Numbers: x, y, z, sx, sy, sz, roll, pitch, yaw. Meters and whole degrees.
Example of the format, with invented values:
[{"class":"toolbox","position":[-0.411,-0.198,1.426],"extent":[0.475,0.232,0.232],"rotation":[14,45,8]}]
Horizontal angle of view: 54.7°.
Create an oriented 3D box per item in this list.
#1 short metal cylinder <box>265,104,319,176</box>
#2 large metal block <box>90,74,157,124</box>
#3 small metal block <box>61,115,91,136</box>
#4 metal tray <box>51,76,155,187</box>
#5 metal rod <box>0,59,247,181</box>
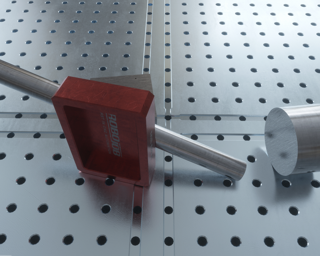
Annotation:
[{"class":"short metal cylinder","position":[0.164,0.013,0.363],"extent":[0.050,0.080,0.080],"rotation":[-6,50,-5]},{"class":"large metal block","position":[-0.048,-0.024,0.411],"extent":[0.081,0.050,0.080],"rotation":[-5,50,-5]},{"class":"small metal block","position":[-0.114,-0.016,0.403],"extent":[0.025,0.050,0.050],"rotation":[-30,57,-23]},{"class":"metal tray","position":[-0.053,0.010,0.331],"extent":[0.090,0.129,0.030],"rotation":[11,51,9]},{"class":"metal rod","position":[-0.042,-0.006,0.354],"extent":[0.302,0.025,0.025],"rotation":[23,51,-5]}]
